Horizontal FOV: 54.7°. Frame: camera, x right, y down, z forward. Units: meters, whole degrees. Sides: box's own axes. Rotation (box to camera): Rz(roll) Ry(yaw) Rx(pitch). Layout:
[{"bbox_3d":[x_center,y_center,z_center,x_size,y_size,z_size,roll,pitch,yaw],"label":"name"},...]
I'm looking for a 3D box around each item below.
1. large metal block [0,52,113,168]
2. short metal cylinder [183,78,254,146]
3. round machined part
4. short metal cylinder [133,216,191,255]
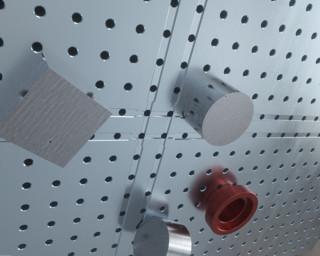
[{"bbox_3d":[-0.112,-0.017,0.323,0.080,0.050,0.080,-47,129,5],"label":"large metal block"},{"bbox_3d":[0.080,-0.022,0.425,0.081,0.050,0.079,-14,124,-21],"label":"short metal cylinder"},{"bbox_3d":[0.122,0.140,0.554,0.099,0.042,0.097,-14,124,-21],"label":"round machined part"},{"bbox_3d":[0.003,0.185,0.492,0.050,0.080,0.080,28,103,-38],"label":"short metal cylinder"}]
